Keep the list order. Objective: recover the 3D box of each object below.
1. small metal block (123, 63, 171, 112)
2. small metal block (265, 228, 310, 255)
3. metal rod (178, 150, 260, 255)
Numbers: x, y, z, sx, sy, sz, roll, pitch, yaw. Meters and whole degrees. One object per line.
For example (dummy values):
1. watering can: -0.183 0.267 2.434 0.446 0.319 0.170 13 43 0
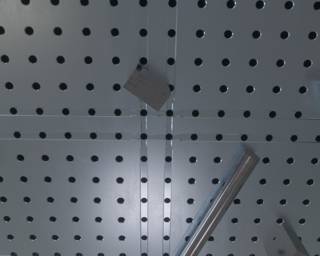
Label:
1. small metal block: -0.015 -0.051 0.381 0.050 0.050 0.025 35 107 -12
2. small metal block: 0.193 0.191 0.472 0.025 0.050 0.050 28 108 -10
3. metal rod: 0.063 0.163 0.473 0.025 0.025 0.298 24 108 -9
